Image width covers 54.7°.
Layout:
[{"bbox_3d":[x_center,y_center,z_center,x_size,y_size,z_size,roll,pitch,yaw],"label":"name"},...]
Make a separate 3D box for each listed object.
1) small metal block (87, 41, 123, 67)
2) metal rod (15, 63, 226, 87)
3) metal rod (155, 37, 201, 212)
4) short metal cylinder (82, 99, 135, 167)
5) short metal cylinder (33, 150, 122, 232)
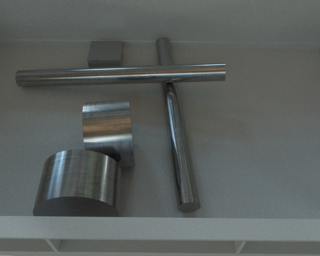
[{"bbox_3d":[-0.087,-0.116,0.501,0.050,0.025,0.050,-1,50,-1],"label":"small metal block"},{"bbox_3d":[-0.060,-0.075,0.445,0.302,0.025,0.025,-1,50,8],"label":"metal rod"},{"bbox_3d":[0.018,-0.029,0.429,0.025,0.025,0.300,-4,50,-4],"label":"metal rod"},{"bbox_3d":[-0.058,0.008,0.362,0.050,0.080,0.080,-5,50,-5],"label":"short metal cylinder"},{"bbox_3d":[-0.081,0.065,0.313,0.081,0.080,0.050,-2,50,-2],"label":"short metal cylinder"}]
